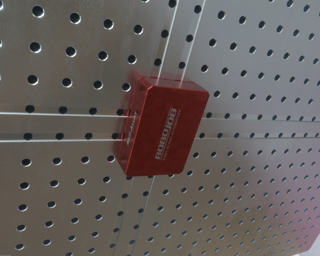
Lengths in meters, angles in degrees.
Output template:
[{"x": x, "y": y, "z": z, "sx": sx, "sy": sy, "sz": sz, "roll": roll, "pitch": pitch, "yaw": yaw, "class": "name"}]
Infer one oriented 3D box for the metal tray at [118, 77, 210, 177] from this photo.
[{"x": 0.003, "y": 0.002, "z": 0.412, "sx": 0.091, "sy": 0.030, "sz": 0.129, "roll": 2, "pitch": 118, "yaw": -30, "class": "metal tray"}]
